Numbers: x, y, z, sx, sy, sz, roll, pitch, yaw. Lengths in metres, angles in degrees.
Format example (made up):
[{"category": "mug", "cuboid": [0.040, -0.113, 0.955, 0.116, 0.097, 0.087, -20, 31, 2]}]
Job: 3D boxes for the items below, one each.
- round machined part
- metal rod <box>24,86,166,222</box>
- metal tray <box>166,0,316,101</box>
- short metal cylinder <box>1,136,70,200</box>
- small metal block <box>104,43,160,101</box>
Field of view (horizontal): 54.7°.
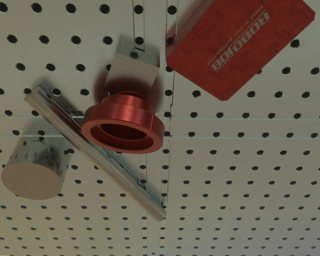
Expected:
[{"category": "round machined part", "cuboid": [-0.042, -0.006, 0.379, 0.099, 0.042, 0.098, 7, 154, 4]}, {"category": "metal rod", "cuboid": [-0.077, 0.055, 0.457, 0.025, 0.025, 0.300, -25, 126, 19]}, {"category": "metal tray", "cuboid": [0.079, -0.098, 0.326, 0.090, 0.030, 0.129, 29, 124, -23]}, {"category": "short metal cylinder", "cuboid": [-0.175, 0.058, 0.442, 0.081, 0.050, 0.079, 0, 130, 0]}, {"category": "small metal block", "cuboid": [-0.033, -0.063, 0.358, 0.050, 0.025, 0.050, 16, 128, -14]}]
